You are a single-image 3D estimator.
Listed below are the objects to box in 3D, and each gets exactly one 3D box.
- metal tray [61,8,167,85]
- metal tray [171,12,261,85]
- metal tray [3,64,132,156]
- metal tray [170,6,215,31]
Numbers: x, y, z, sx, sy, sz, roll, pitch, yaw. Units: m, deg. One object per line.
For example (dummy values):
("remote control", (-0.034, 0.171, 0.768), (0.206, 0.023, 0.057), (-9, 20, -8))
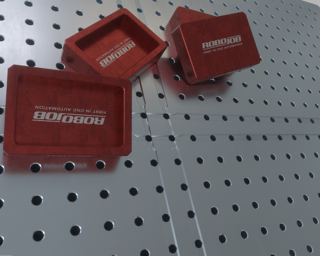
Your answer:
("metal tray", (-0.060, -0.110, 0.438), (0.090, 0.030, 0.131), (42, 51, 0))
("metal tray", (0.093, -0.130, 0.500), (0.131, 0.030, 0.090), (-19, 91, -24))
("metal tray", (-0.097, -0.014, 0.341), (0.131, 0.030, 0.090), (3, 81, -27))
("metal tray", (0.088, -0.159, 0.549), (0.131, 0.030, 0.090), (4, 60, -26))
